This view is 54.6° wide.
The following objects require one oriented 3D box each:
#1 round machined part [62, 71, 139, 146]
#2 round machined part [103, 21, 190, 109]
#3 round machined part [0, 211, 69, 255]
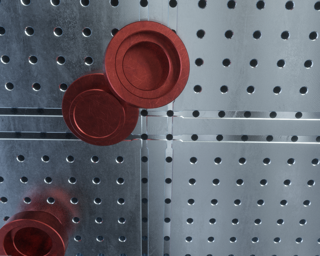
[{"bbox_3d":[-0.076,-0.021,0.396,0.099,0.042,0.097,0,110,0],"label":"round machined part"},{"bbox_3d":[-0.018,-0.071,0.365,0.099,0.042,0.097,-1,93,-18],"label":"round machined part"},{"bbox_3d":[-0.186,0.164,0.463,0.099,0.042,0.097,0,110,0],"label":"round machined part"}]
